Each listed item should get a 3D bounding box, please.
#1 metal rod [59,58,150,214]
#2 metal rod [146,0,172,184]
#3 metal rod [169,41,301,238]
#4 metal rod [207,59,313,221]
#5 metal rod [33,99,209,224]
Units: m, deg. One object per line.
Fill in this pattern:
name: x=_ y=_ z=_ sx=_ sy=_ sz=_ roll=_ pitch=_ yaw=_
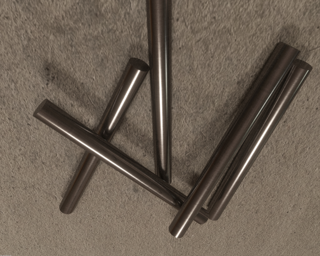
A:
metal rod: x=-0.089 y=0.031 z=0.432 sx=0.025 sy=0.025 sz=0.298 roll=21 pitch=127 yaw=-17
metal rod: x=0.002 y=-0.033 z=0.379 sx=0.025 sy=0.025 sz=0.298 roll=-1 pitch=130 yaw=1
metal rod: x=0.083 y=0.033 z=0.399 sx=0.025 sy=0.025 sz=0.298 roll=18 pitch=116 yaw=-15
metal rod: x=0.125 y=0.039 z=0.442 sx=0.025 sy=0.025 sz=0.298 roll=10 pitch=130 yaw=-9
metal rod: x=-0.034 y=0.059 z=0.423 sx=0.025 sy=0.025 sz=0.301 roll=-35 pitch=122 yaw=26
